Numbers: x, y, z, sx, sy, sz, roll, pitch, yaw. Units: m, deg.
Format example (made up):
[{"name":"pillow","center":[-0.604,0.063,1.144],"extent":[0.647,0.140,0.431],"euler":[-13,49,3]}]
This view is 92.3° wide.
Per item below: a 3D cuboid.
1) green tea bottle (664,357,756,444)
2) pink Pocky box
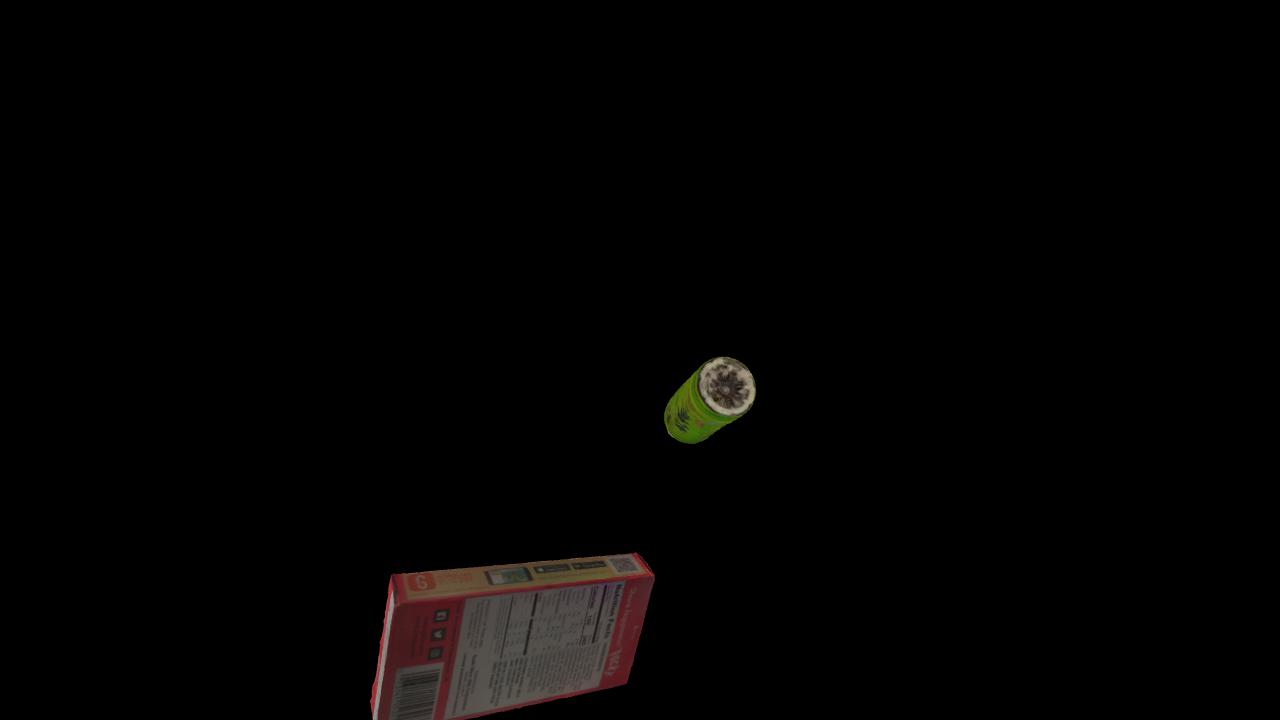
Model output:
[{"name":"green tea bottle","center":[0.073,0.059,0.747],"extent":[0.073,0.073,0.212],"euler":[0,-17,-10]},{"name":"pink Pocky box","center":[-0.070,0.161,0.360],"extent":[0.155,0.084,0.029],"euler":[5,15,-30]}]
